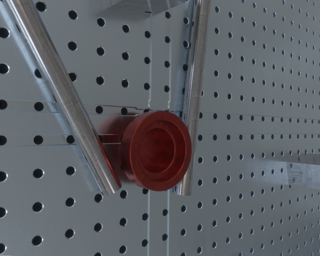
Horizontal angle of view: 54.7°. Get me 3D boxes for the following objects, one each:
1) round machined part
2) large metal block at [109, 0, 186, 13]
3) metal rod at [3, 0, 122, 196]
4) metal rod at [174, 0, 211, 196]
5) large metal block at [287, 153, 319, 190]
[{"bbox_3d":[-0.009,0.028,0.391,0.099,0.042,0.097,0,90,-40],"label":"round machined part"},{"bbox_3d":[-0.019,-0.191,0.377,0.081,0.050,0.079,-11,97,-40],"label":"large metal block"},{"bbox_3d":[-0.110,-0.060,0.316,0.025,0.025,0.299,-35,112,-34],"label":"metal rod"},{"bbox_3d":[0.048,-0.054,0.449,0.025,0.025,0.298,11,83,-40],"label":"metal rod"},{"bbox_3d":[0.325,0.089,0.647,0.081,0.080,0.050,-13,99,-39],"label":"large metal block"}]
